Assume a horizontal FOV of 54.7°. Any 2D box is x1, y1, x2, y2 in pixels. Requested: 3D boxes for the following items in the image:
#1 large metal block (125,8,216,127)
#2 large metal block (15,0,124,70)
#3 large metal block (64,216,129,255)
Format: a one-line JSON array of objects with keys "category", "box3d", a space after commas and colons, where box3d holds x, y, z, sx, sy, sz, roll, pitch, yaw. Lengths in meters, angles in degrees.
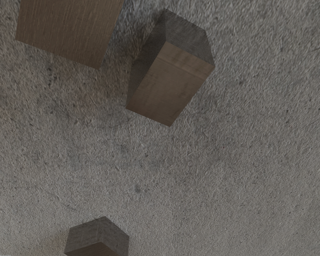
[{"category": "large metal block", "box3d": [0.008, -0.062, 0.318, 0.050, 0.080, 0.080, 23, 126, -18]}, {"category": "large metal block", "box3d": [-0.081, -0.114, 0.293, 0.081, 0.050, 0.079, 18, 128, -15]}, {"category": "large metal block", "box3d": [-0.114, 0.216, 0.573, 0.080, 0.050, 0.080, -23, 127, 18]}]
